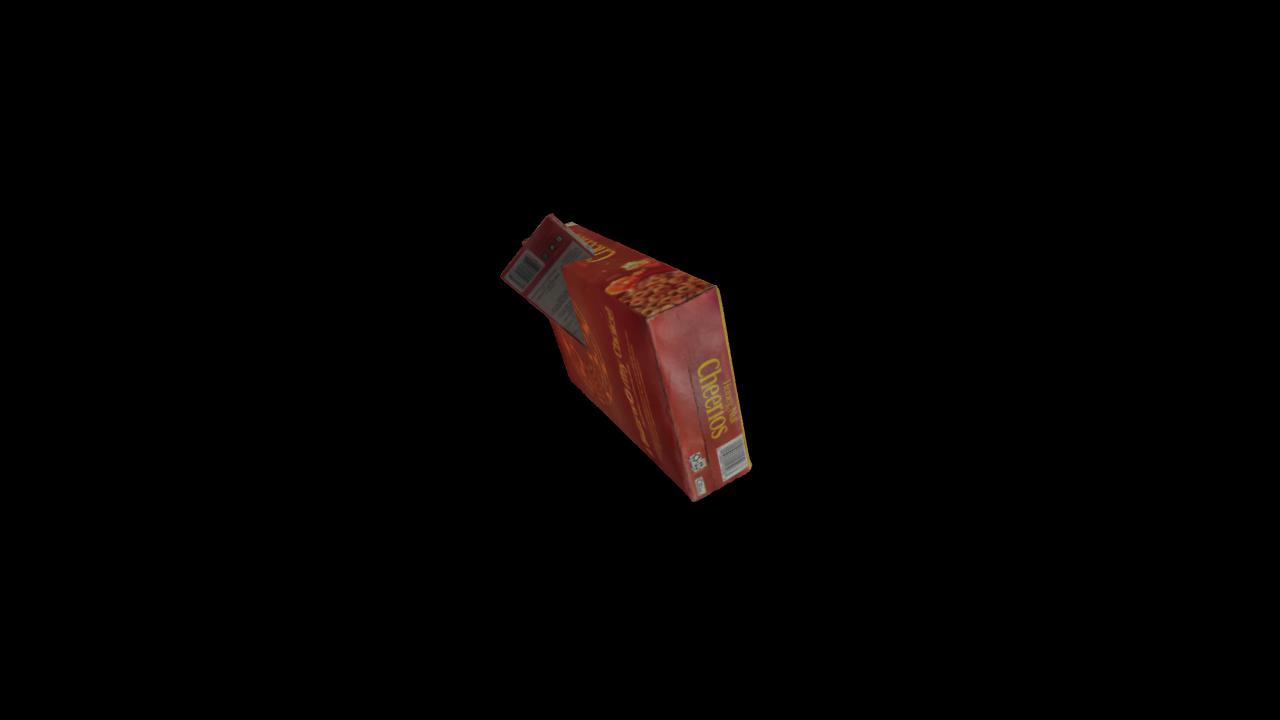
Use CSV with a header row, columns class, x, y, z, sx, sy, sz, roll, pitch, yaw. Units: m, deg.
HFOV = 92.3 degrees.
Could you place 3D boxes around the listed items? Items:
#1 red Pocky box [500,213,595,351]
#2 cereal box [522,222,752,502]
class,x,y,z,sx,sy,sz,roll,pitch,yaw
red Pocky box,-0.058,-0.067,0.630,0.155,0.083,0.028,41,14,-9
cereal box,-0.015,-0.017,0.649,0.081,0.203,0.306,-26,31,-18
